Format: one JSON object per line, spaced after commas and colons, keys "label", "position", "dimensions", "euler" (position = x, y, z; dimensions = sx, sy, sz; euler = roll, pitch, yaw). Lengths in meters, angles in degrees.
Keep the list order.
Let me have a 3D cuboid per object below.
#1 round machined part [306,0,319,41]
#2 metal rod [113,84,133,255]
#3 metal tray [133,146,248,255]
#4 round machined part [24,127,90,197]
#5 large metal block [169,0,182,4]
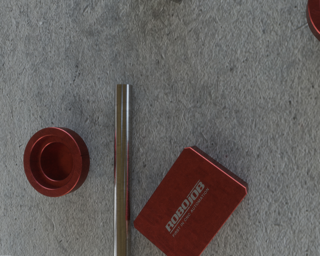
{"label": "round machined part", "position": [0.208, -0.128, 0.327], "dimensions": [0.098, 0.042, 0.097], "euler": [0, 90, 19]}
{"label": "metal rod", "position": [-0.051, 0.091, 0.425], "dimensions": [0.025, 0.025, 0.298], "euler": [1, 90, 19]}
{"label": "metal tray", "position": [0.038, 0.099, 0.393], "dimensions": [0.090, 0.030, 0.129], "euler": [36, 101, 16]}
{"label": "round machined part", "position": [-0.144, 0.047, 0.449], "dimensions": [0.098, 0.042, 0.097], "euler": [0, 90, 19]}
{"label": "large metal block", "position": [-0.010, -0.204, 0.382], "dimensions": [0.080, 0.080, 0.050], "euler": [28, 99, 17]}
